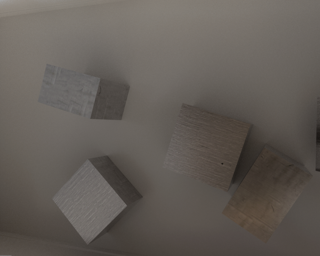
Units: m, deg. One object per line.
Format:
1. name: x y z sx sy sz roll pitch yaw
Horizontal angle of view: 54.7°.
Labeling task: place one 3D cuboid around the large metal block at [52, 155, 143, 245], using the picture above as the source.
1. large metal block: -0.086 0.096 0.427 0.080 0.050 0.080 -47 76 14

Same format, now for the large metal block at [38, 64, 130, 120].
1. large metal block: -0.099 -0.046 0.416 0.080 0.080 0.050 17 96 19

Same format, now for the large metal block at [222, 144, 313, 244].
1. large metal block: 0.116 0.066 0.340 0.050 0.080 0.080 33 101 17

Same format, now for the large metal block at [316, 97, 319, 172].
1. large metal block: 0.203 0.008 0.302 0.050 0.080 0.080 1 91 -15

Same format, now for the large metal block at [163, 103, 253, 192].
1. large metal block: 0.059 0.021 0.376 0.080 0.050 0.080 19 96 19
